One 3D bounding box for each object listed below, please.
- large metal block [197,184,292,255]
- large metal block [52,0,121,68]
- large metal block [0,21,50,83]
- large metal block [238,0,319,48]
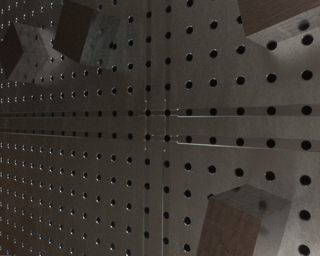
[{"bbox_3d":[0.082,0.107,0.305,0.050,0.081,0.079,18,101,38],"label":"large metal block"},{"bbox_3d":[-0.117,-0.148,0.487,0.080,0.050,0.079,32,110,35],"label":"large metal block"},{"bbox_3d":[-0.272,-0.148,0.614,0.080,0.050,0.080,-41,65,32],"label":"large metal block"},{"bbox_3d":[0.120,-0.133,0.293,0.080,0.050,0.080,-16,80,38],"label":"large metal block"}]
